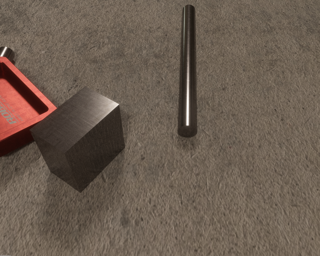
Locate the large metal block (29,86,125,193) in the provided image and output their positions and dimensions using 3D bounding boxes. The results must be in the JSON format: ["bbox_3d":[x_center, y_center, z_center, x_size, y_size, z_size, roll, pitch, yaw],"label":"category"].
[{"bbox_3d":[-0.088,0.013,0.355,0.050,0.080,0.080,29,56,21],"label":"large metal block"}]

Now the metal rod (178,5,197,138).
[{"bbox_3d":[0.045,-0.110,0.495,0.025,0.025,0.300,3,50,2],"label":"metal rod"}]

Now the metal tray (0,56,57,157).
[{"bbox_3d":[-0.207,-0.033,0.402,0.130,0.030,0.091,42,52,18],"label":"metal tray"}]

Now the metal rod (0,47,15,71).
[{"bbox_3d":[-0.249,-0.007,0.405,0.025,0.025,0.300,0,50,0],"label":"metal rod"}]
